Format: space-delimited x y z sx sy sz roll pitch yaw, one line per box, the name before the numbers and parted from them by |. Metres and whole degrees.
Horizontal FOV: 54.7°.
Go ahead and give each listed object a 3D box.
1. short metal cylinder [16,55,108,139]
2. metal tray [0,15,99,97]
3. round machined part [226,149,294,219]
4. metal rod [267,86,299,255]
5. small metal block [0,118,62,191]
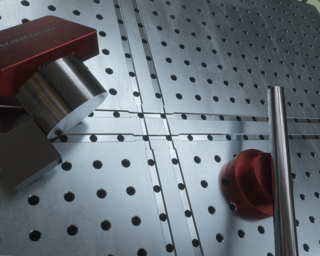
short metal cylinder | -0.104 -0.033 0.335 0.050 0.080 0.080 51 51 -1
metal tray | -0.147 -0.088 0.353 0.090 0.030 0.131 25 45 28
round machined part | 0.145 0.073 0.433 0.099 0.042 0.098 14 56 -21
metal rod | 0.158 0.062 0.403 0.025 0.025 0.300 23 53 -15
small metal block | -0.136 0.027 0.312 0.050 0.025 0.050 -36 82 -24
